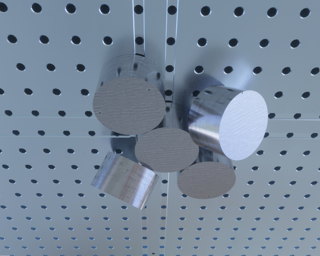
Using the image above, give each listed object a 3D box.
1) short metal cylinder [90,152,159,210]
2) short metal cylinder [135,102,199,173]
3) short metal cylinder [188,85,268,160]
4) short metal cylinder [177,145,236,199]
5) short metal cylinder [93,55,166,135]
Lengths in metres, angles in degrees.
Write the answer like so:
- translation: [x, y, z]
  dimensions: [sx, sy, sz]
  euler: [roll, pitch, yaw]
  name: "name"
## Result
- translation: [-0.048, 0.074, 0.430]
  dimensions: [0.080, 0.050, 0.080]
  euler: [24, 166, 7]
  name: "short metal cylinder"
- translation: [0.009, 0.013, 0.406]
  dimensions: [0.081, 0.050, 0.079]
  euler: [0, 130, 0]
  name: "short metal cylinder"
- translation: [0.080, -0.008, 0.363]
  dimensions: [0.081, 0.050, 0.079]
  euler: [-11, 109, -34]
  name: "short metal cylinder"
- translation: [0.064, 0.057, 0.445]
  dimensions: [0.081, 0.050, 0.079]
  euler: [0, 130, 0]
  name: "short metal cylinder"
- translation: [-0.034, -0.038, 0.362]
  dimensions: [0.081, 0.050, 0.079]
  euler: [0, 130, 0]
  name: "short metal cylinder"
